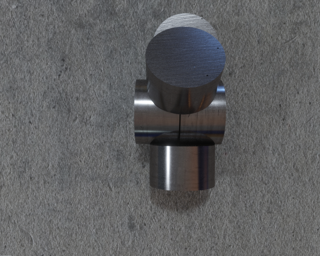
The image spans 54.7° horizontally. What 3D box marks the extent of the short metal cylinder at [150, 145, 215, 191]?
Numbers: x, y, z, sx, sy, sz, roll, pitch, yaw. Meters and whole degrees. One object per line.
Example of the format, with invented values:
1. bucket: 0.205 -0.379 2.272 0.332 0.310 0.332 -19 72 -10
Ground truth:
1. short metal cylinder: 0.027 0.045 0.384 0.081 0.080 0.050 0 90 -1

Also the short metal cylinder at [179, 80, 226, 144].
1. short metal cylinder: 0.049 -0.019 0.384 0.050 0.080 0.079 0 90 0

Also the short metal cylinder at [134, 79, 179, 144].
1. short metal cylinder: -0.004 -0.020 0.384 0.050 0.080 0.079 1 90 -1

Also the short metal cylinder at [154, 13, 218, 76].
1. short metal cylinder: 0.031 -0.099 0.400 0.081 0.050 0.079 0 90 -1

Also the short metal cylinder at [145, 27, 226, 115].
1. short metal cylinder: 0.025 -0.061 0.333 0.081 0.050 0.080 1 61 -1
